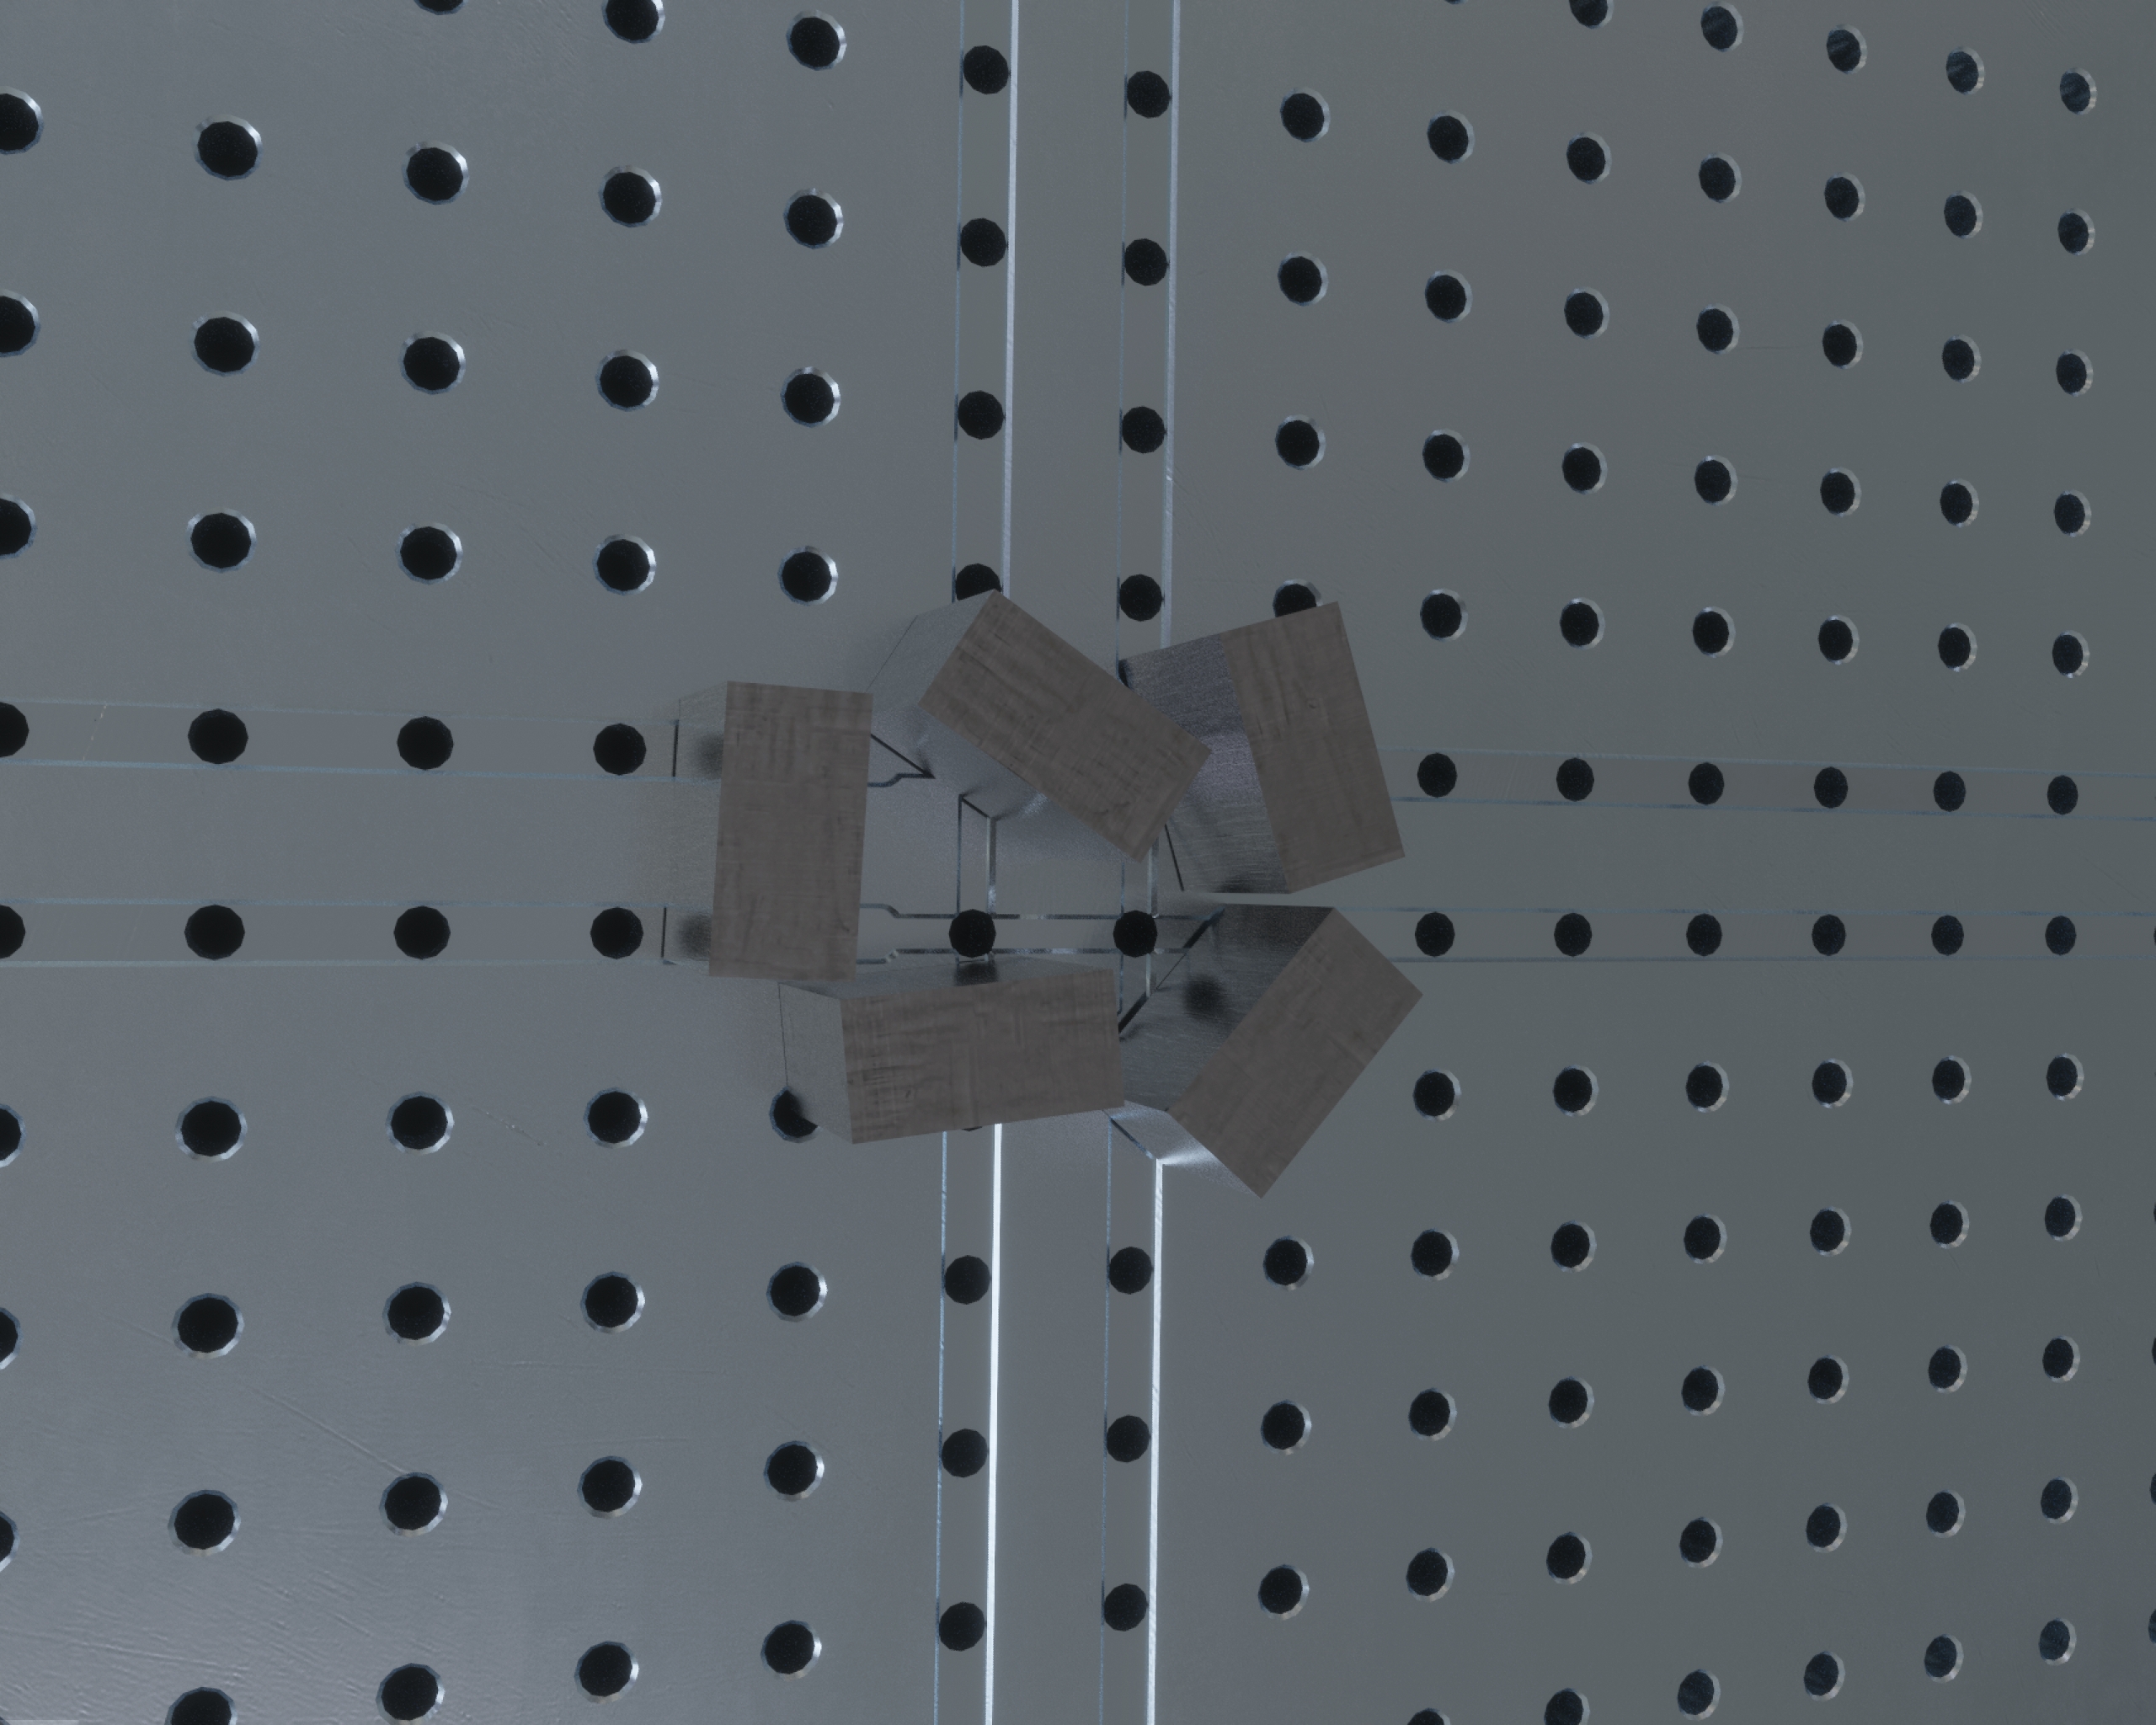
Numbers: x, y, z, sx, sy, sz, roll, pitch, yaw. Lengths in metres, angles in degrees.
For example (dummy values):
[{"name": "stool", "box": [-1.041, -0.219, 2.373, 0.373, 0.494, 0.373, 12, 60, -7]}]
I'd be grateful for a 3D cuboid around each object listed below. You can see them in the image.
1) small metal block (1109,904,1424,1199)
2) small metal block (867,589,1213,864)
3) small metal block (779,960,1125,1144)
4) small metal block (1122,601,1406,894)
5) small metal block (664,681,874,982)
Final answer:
[{"name": "small metal block", "box": [0.033, 0.035, 0.410, 0.025, 0.050, 0.050, 44, 76, -14]}, {"name": "small metal block", "box": [-0.010, -0.024, 0.395, 0.050, 0.050, 0.025, 35, 80, -17]}, {"name": "small metal block", "box": [-0.025, 0.034, 0.390, 0.050, 0.050, 0.025, -5, 92, -20]}, {"name": "small metal block", "box": [0.035, -0.021, 0.411, 0.025, 0.050, 0.050, -17, 95, -19]}, {"name": "small metal block", "box": [-0.057, -0.005, 0.378, 0.025, 0.050, 0.050, 4, 89, -20]}]
